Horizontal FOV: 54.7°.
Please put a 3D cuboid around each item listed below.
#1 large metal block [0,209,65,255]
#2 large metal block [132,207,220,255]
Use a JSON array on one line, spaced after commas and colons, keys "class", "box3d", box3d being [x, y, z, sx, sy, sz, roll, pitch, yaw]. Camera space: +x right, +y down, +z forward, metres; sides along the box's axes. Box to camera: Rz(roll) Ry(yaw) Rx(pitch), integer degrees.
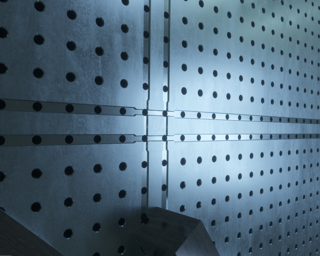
[{"class": "large metal block", "box3d": [-0.142, 0.127, 0.275, 0.080, 0.050, 0.080, 52, 60, -28]}, {"class": "large metal block", "box3d": [0.024, 0.155, 0.396, 0.050, 0.080, 0.080, -42, 116, -32]}]
